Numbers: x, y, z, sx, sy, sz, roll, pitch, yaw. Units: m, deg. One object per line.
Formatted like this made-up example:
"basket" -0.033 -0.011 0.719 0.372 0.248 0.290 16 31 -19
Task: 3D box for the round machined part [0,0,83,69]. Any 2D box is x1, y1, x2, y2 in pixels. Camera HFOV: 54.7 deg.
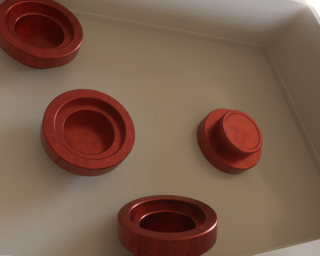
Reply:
"round machined part" -0.149 -0.113 0.383 0.099 0.042 0.098 14 56 -21

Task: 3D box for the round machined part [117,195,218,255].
"round machined part" 0.007 0.106 0.311 0.099 0.098 0.042 -5 101 -30

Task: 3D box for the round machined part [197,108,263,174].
"round machined part" 0.106 0.013 0.444 0.099 0.042 0.098 14 56 -21

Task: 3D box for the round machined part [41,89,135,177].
"round machined part" -0.081 0.008 0.346 0.099 0.042 0.098 14 56 -21
